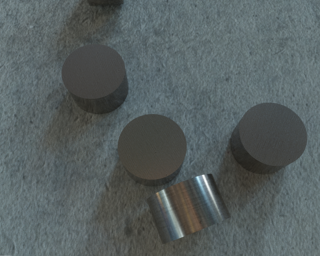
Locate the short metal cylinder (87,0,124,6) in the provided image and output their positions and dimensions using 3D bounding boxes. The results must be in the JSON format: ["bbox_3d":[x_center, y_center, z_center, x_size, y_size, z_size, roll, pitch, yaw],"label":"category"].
[{"bbox_3d":[-0.084,-0.225,0.460,0.050,0.080,0.080,-5,70,-2],"label":"short metal cylinder"}]

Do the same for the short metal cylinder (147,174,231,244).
[{"bbox_3d":[0.031,0.090,0.346,0.081,0.080,0.050,-19,72,-7],"label":"short metal cylinder"}]

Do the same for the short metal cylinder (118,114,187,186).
[{"bbox_3d":[-0.009,0.029,0.384,0.081,0.050,0.080,0,70,0],"label":"short metal cylinder"}]

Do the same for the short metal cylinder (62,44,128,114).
[{"bbox_3d":[-0.085,-0.065,0.418,0.081,0.050,0.080,0,70,0],"label":"short metal cylinder"}]

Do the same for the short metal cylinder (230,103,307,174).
[{"bbox_3d":[0.134,0.014,0.391,0.081,0.050,0.080,0,70,0],"label":"short metal cylinder"}]
